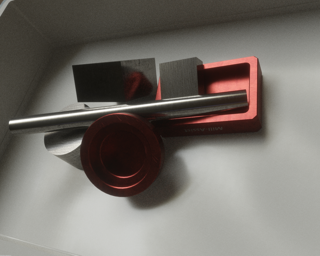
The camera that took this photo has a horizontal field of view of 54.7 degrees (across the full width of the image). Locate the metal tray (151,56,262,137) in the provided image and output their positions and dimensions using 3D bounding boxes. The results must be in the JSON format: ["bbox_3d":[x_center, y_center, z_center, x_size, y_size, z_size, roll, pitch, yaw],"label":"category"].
[{"bbox_3d":[0.059,-0.037,0.391,0.130,0.030,0.090,-4,60,25],"label":"metal tray"}]

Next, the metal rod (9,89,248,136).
[{"bbox_3d":[-0.047,-0.017,0.384,0.301,0.025,0.025,-6,59,12],"label":"metal rod"}]

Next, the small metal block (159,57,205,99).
[{"bbox_3d":[0.028,-0.060,0.397,0.050,0.025,0.050,-5,86,26],"label":"small metal block"}]

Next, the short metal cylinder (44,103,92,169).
[{"bbox_3d":[-0.114,0.012,0.437,0.080,0.050,0.080,-13,56,20],"label":"short metal cylinder"}]

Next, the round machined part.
[{"bbox_3d":[-0.042,0.030,0.374,0.098,0.042,0.097,1,95,13],"label":"round machined part"}]

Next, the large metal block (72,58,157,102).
[{"bbox_3d":[-0.060,-0.067,0.430,0.080,0.080,0.050,3,105,30],"label":"large metal block"}]
